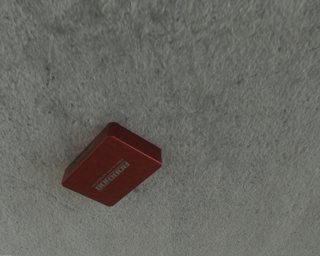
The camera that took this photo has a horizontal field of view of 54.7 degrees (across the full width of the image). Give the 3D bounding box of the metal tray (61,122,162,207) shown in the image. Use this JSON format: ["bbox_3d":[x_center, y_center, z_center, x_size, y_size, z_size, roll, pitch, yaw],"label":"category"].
[{"bbox_3d":[-0.071,0.058,0.453,0.090,0.030,0.129,32,123,-25],"label":"metal tray"}]
